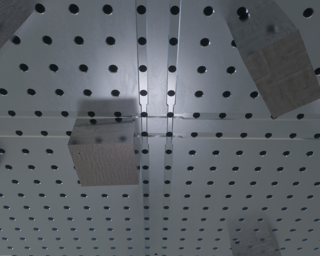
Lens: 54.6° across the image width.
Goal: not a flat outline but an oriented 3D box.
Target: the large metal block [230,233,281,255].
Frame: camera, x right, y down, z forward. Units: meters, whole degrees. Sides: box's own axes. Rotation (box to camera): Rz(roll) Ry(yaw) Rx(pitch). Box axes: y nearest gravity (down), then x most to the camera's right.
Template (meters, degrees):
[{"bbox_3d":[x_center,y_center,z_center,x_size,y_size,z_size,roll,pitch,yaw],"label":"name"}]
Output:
[{"bbox_3d":[0.197,0.261,0.618,0.080,0.050,0.080,-23,127,18],"label":"large metal block"}]

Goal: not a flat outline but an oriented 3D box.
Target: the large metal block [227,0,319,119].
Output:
[{"bbox_3d":[0.115,-0.071,0.316,0.050,0.080,0.080,-26,125,20],"label":"large metal block"}]

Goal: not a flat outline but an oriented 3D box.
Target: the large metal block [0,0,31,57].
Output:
[{"bbox_3d":[-0.182,-0.100,0.289,0.080,0.080,0.050,34,122,-26],"label":"large metal block"}]

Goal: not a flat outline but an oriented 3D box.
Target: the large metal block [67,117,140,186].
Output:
[{"bbox_3d":[-0.071,0.033,0.423,0.080,0.050,0.080,-2,130,1],"label":"large metal block"}]
